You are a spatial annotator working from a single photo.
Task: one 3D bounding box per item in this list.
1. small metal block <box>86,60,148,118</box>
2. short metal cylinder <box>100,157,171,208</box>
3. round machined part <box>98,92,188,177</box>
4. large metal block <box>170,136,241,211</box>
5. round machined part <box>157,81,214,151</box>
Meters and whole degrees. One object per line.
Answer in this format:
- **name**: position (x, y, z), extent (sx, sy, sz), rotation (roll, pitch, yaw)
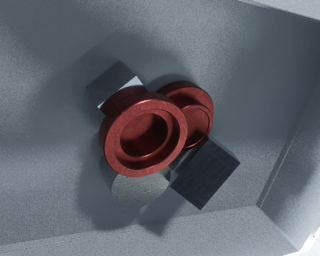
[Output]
- **small metal block**: position (-0.048, -0.042, 0.339), extent (0.050, 0.050, 0.025), rotation (-39, 130, -2)
- **short metal cylinder**: position (-0.033, 0.059, 0.410), extent (0.081, 0.050, 0.079), rotation (-14, 125, -21)
- **round machined part**: position (-0.022, 0.004, 0.350), extent (0.099, 0.042, 0.097), rotation (-14, 125, -21)
- **large metal block**: position (0.061, 0.056, 0.432), extent (0.050, 0.080, 0.080), rotation (39, 97, 2)
- **round machined part**: position (0.030, -0.009, 0.406), extent (0.099, 0.042, 0.097), rotation (-14, 125, -21)
